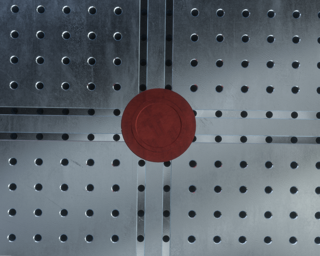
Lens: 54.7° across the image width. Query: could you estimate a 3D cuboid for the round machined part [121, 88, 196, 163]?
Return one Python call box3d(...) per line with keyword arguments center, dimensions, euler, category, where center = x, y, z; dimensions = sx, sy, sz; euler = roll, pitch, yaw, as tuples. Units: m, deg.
box3d(center=(-0.002, -0.003, 0.404), dimensions=(0.099, 0.042, 0.097), euler=(0, 90, -1), category="round machined part")
